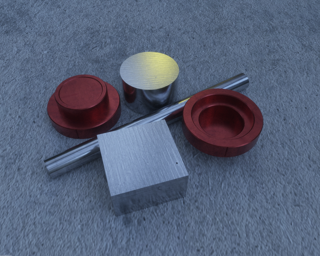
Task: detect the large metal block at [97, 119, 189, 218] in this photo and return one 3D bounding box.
[{"bbox_3d":[-0.021,0.044,0.352,0.081,0.050,0.080,-13,51,-11],"label":"large metal block"}]

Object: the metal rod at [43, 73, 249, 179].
[{"bbox_3d":[-0.003,-0.011,0.415,0.302,0.025,0.025,-25,55,-20],"label":"metal rod"}]

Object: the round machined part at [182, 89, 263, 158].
[{"bbox_3d":[0.077,-0.002,0.395,0.099,0.042,0.098,0,50,0],"label":"round machined part"}]

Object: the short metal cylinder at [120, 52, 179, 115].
[{"bbox_3d":[-0.014,-0.064,0.441,0.081,0.050,0.080,0,50,0],"label":"short metal cylinder"}]

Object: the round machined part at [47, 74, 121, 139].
[{"bbox_3d":[-0.104,-0.036,0.422,0.099,0.042,0.098,0,50,0],"label":"round machined part"}]
